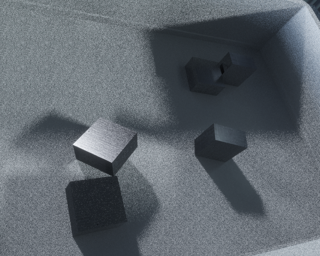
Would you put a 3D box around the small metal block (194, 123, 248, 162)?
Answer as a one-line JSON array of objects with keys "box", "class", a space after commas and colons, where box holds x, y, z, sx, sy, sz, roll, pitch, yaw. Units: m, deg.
[{"box": [0.082, 0.021, 0.423, 0.050, 0.050, 0.025, 14, 56, -21], "class": "small metal block"}]

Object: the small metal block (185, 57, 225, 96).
[{"box": [0.072, -0.083, 0.497, 0.050, 0.025, 0.050, 6, 59, -26], "class": "small metal block"}]

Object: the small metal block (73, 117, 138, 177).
[{"box": [-0.060, 0.020, 0.350, 0.050, 0.025, 0.050, 22, 48, 18], "class": "small metal block"}]

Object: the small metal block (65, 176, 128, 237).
[{"box": [-0.067, 0.080, 0.322, 0.050, 0.025, 0.050, -3, 63, -30], "class": "small metal block"}]

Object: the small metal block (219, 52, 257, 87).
[{"box": [0.124, -0.097, 0.518, 0.050, 0.050, 0.025, 6, 59, -26], "class": "small metal block"}]
